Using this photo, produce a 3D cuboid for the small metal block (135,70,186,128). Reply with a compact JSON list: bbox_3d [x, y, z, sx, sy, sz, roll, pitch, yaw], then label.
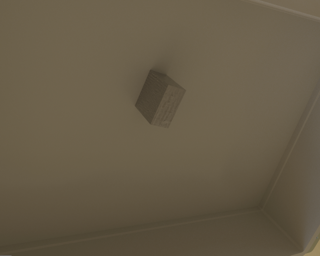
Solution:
[{"bbox_3d":[-0.001,-0.035,0.370,0.025,0.050,0.050,12,112,-33],"label":"small metal block"}]
